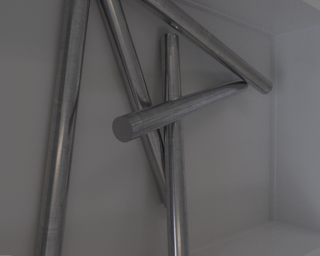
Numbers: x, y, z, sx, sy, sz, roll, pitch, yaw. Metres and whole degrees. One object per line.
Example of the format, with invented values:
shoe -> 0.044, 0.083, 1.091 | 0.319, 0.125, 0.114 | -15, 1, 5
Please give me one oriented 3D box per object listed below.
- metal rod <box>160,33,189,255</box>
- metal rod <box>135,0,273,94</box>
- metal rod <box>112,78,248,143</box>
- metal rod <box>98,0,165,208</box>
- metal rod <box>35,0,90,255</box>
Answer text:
metal rod -> 0.018, 0.025, 0.389 | 0.025, 0.025, 0.299 | 7, 76, -40
metal rod -> 0.069, -0.120, 0.437 | 0.302, 0.025, 0.025 | 25, 74, -35
metal rod -> 0.051, -0.035, 0.403 | 0.302, 0.025, 0.025 | -23, 105, -52
metal rod -> -0.025, -0.036, 0.385 | 0.025, 0.025, 0.298 | -28, 107, -37
metal rod -> -0.100, -0.006, 0.322 | 0.025, 0.025, 0.298 | 9, 84, -40
